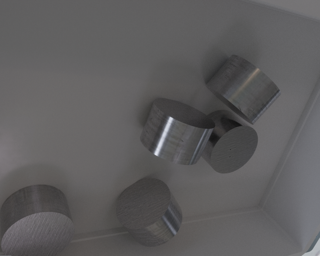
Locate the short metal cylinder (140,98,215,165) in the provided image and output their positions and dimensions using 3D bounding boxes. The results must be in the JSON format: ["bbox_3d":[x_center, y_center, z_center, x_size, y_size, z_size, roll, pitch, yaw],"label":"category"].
[{"bbox_3d":[0.021,0.003,0.386,0.081,0.080,0.050,9,114,-32],"label":"short metal cylinder"}]

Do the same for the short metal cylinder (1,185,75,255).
[{"bbox_3d":[-0.151,0.117,0.382,0.081,0.050,0.079,-14,124,-21],"label":"short metal cylinder"}]

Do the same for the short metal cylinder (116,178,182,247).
[{"bbox_3d":[-0.014,0.118,0.438,0.080,0.080,0.050,-33,129,-7],"label":"short metal cylinder"}]

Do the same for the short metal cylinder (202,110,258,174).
[{"bbox_3d":[0.095,0.020,0.457,0.081,0.050,0.079,-14,124,-21],"label":"short metal cylinder"}]

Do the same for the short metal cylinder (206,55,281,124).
[{"bbox_3d":[0.106,-0.049,0.401,0.050,0.080,0.080,-49,129,7],"label":"short metal cylinder"}]
